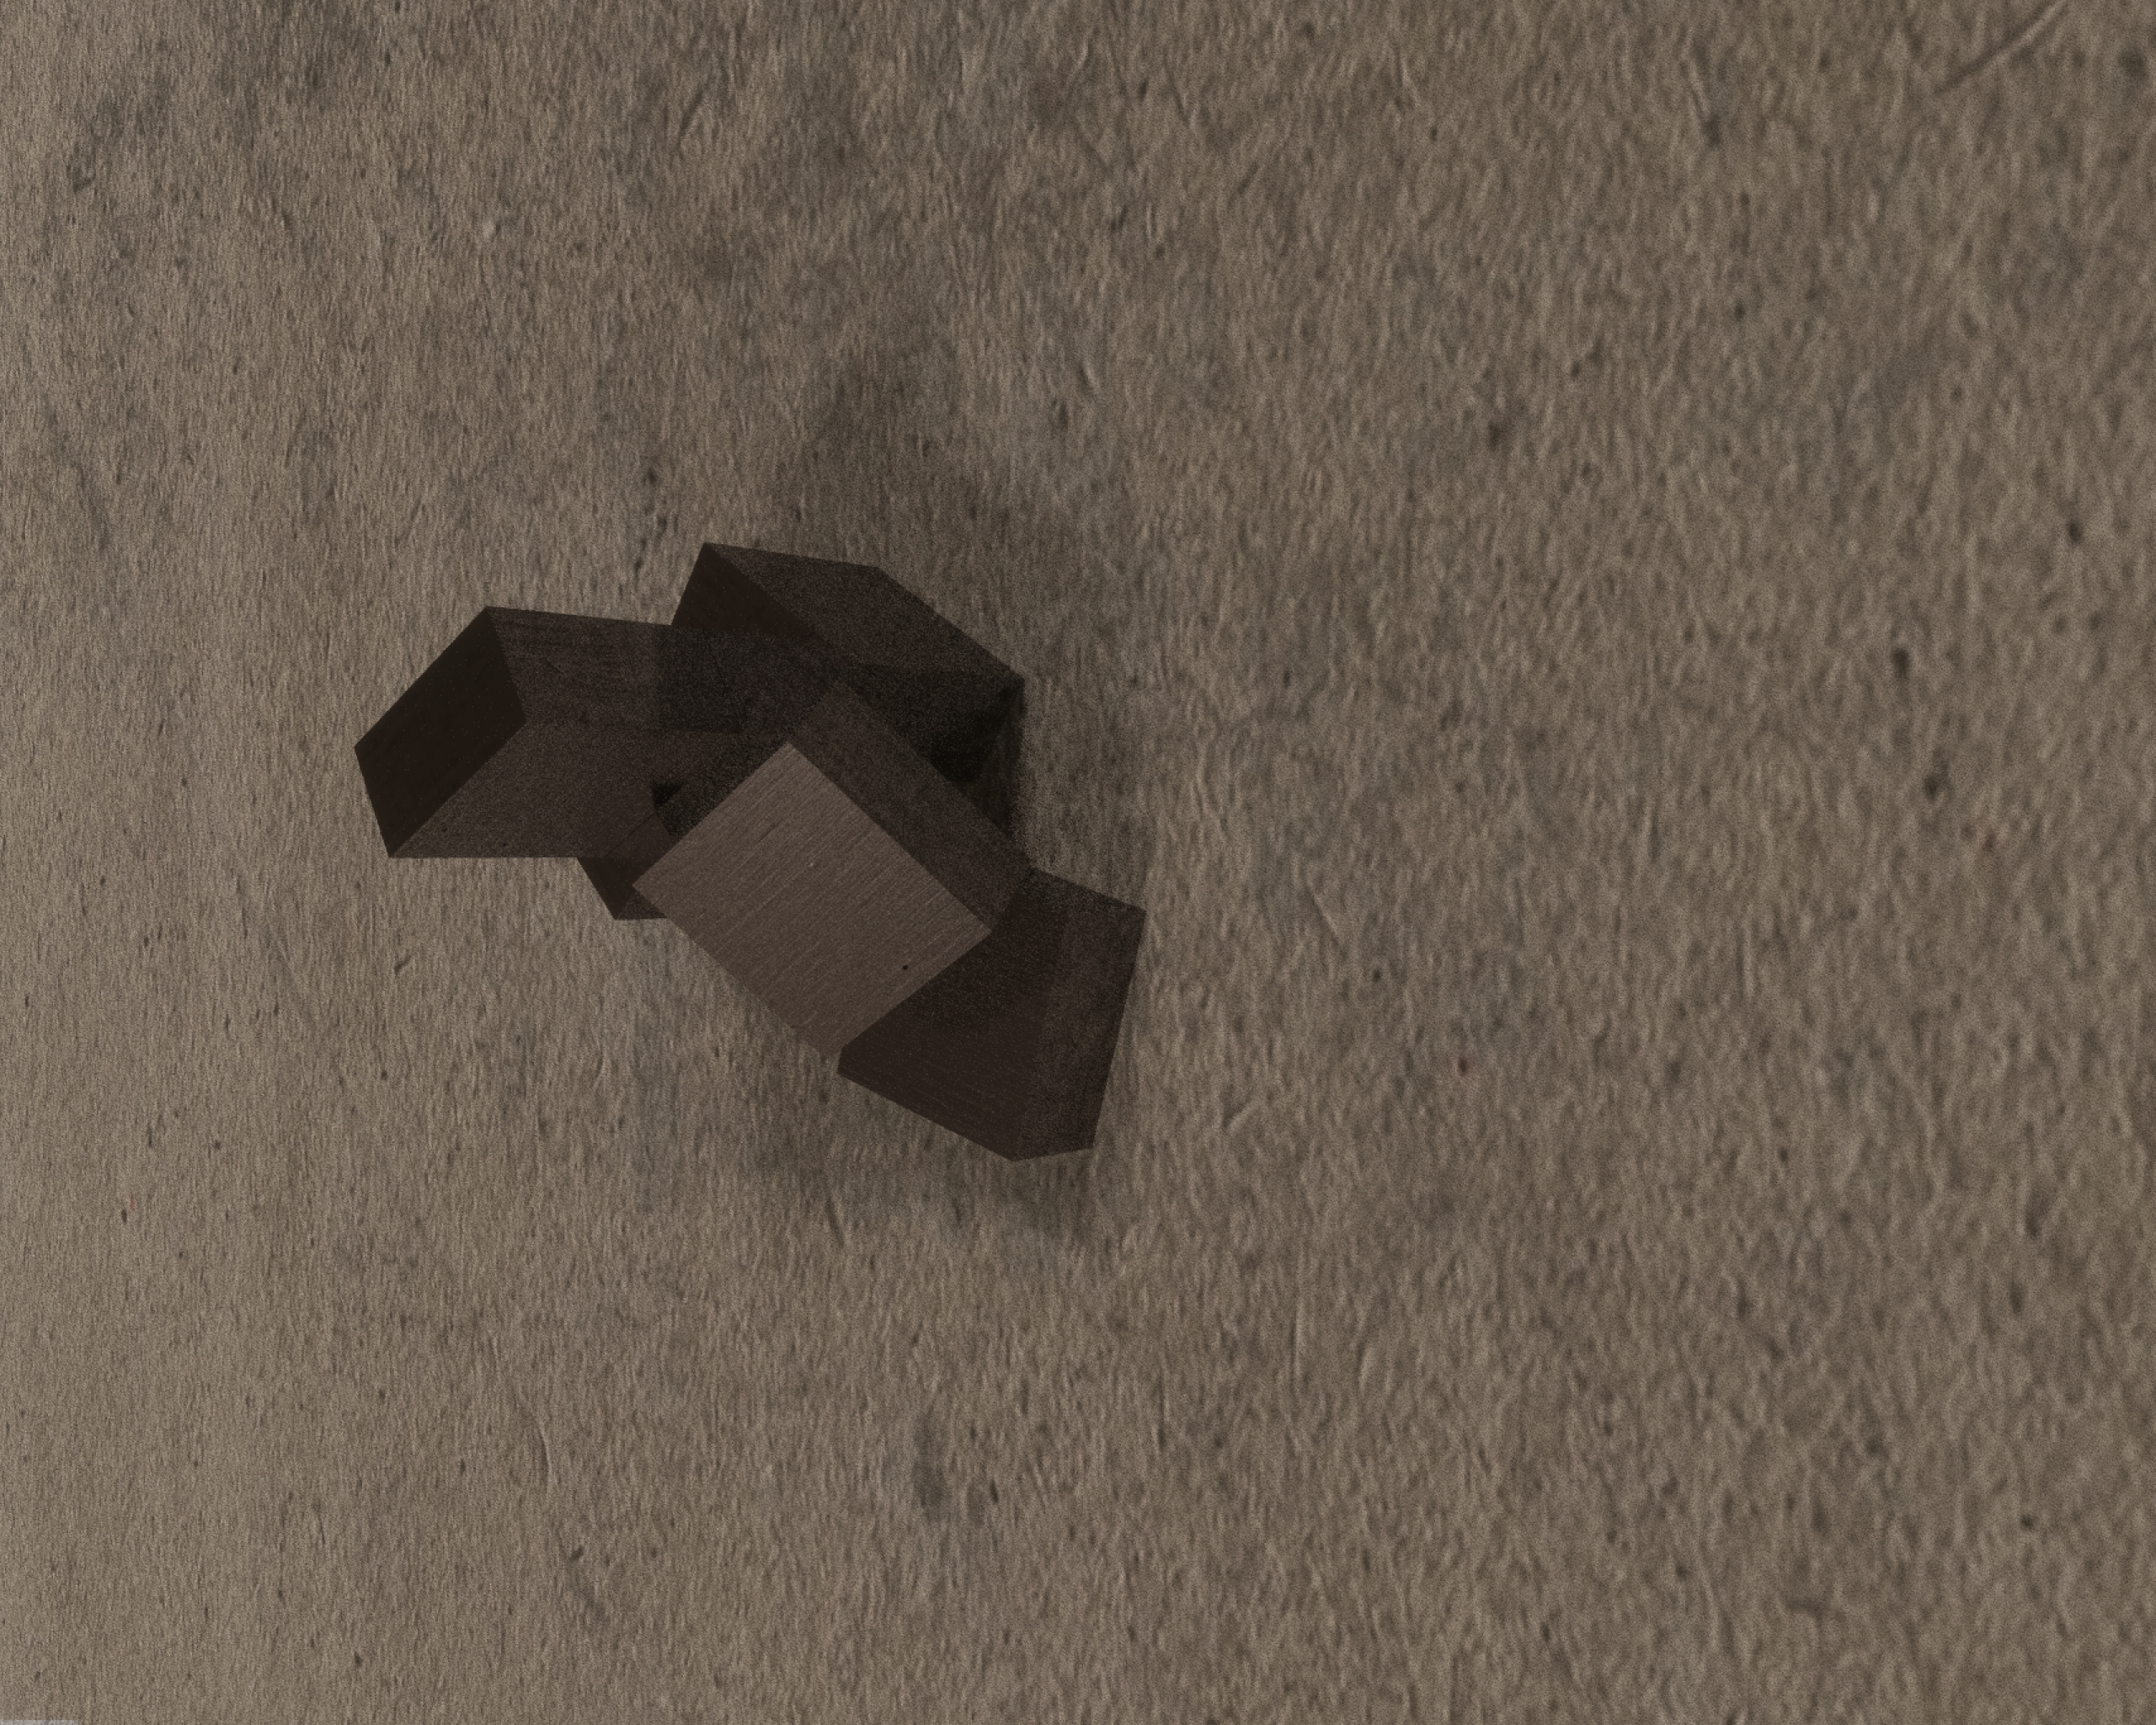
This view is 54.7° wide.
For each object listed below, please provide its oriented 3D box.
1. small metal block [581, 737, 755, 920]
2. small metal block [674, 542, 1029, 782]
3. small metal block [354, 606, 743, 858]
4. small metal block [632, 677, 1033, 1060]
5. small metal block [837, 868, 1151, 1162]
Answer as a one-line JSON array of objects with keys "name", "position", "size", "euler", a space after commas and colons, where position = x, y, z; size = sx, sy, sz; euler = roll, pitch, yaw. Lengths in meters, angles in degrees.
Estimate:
[{"name": "small metal block", "position": [-0.087, -0.014, 0.460], "size": [0.025, 0.050, 0.050], "euler": [-52, 60, 27]}, {"name": "small metal block", "position": [-0.048, -0.041, 0.428], "size": [0.050, 0.050, 0.025], "euler": [39, 114, 32]}, {"name": "small metal block", "position": [-0.103, -0.024, 0.408], "size": [0.050, 0.050, 0.025], "euler": [-36, 68, 34]}, {"name": "small metal block", "position": [-0.046, 0.002, 0.394], "size": [0.050, 0.025, 0.050], "euler": [44, 124, -12]}, {"name": "small metal block", "position": [-0.018, 0.026, 0.419], "size": [0.050, 0.025, 0.050], "euler": [21, 103, 37]}]
